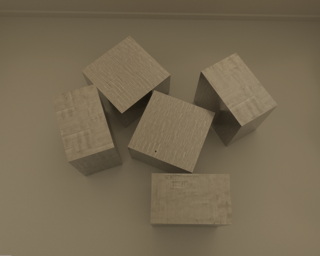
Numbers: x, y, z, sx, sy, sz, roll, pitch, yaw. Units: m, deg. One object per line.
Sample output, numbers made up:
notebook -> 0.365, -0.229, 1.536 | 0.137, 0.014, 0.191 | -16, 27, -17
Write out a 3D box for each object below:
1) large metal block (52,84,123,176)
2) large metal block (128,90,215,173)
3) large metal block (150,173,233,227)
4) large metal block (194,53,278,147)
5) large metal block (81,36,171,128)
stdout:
large metal block -> -0.085, 0.006, 0.376 | 0.050, 0.080, 0.080 | -18, 71, -7
large metal block -> 0.015, 0.010, 0.391 | 0.080, 0.050, 0.080 | 21, 71, 7
large metal block -> 0.031, 0.084, 0.349 | 0.081, 0.080, 0.050 | 1, 70, 0
large metal block -> 0.090, -0.033, 0.391 | 0.050, 0.080, 0.080 | -30, 73, -10
large metal block -> -0.043, -0.062, 0.417 | 0.080, 0.050, 0.080 | -40, 75, -14
